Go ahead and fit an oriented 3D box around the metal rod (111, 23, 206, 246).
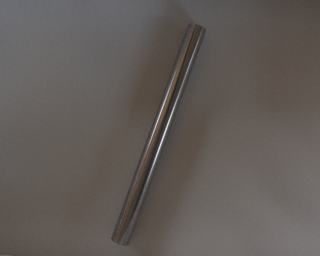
[{"bbox_3d":[-0.002,0.008,0.409,0.025,0.025,0.299,20,90,0],"label":"metal rod"}]
